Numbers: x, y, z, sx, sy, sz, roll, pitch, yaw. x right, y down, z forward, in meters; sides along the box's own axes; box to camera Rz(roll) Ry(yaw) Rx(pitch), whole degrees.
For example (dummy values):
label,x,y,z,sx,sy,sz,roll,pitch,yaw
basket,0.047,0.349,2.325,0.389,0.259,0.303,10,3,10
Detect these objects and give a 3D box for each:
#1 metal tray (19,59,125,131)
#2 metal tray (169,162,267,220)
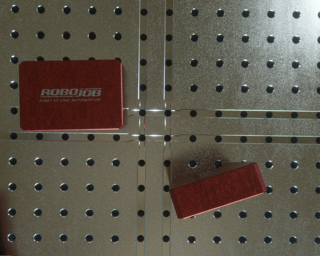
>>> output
label,x,y,z,sx,sy,sz,roll,pitch,yaw
metal tray,-0.114,-0.042,0.409,0.131,0.030,0.089,-1,90,-1
metal tray,0.058,0.067,0.360,0.090,0.130,0.030,-18,83,0
